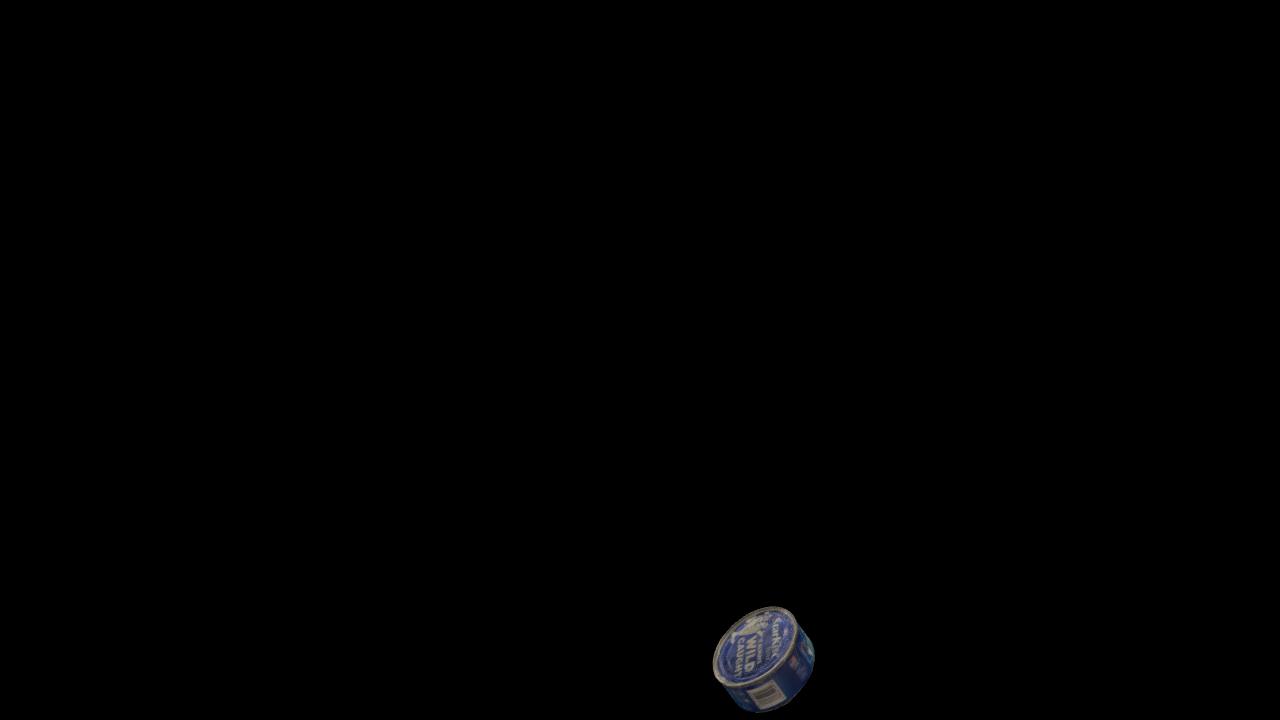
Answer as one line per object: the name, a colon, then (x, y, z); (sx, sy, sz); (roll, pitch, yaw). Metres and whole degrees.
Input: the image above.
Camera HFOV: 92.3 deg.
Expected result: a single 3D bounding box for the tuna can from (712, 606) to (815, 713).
tuna can: (0.106, 0.254, 0.525); (0.084, 0.034, 0.084); (-35, 7, 5)
